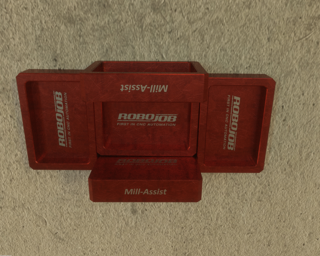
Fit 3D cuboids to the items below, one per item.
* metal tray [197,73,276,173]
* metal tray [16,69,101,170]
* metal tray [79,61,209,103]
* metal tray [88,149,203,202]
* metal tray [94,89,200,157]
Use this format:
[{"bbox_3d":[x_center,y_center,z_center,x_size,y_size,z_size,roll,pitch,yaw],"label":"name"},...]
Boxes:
[{"bbox_3d":[0.095,-0.005,0.408,0.091,0.030,0.129,0,110,-1],"label":"metal tray"},{"bbox_3d":[-0.127,-0.009,0.403,0.091,0.030,0.129,0,110,-1],"label":"metal tray"},{"bbox_3d":[-0.016,-0.056,0.356,0.131,0.090,0.030,0,110,-1],"label":"metal tray"},{"bbox_3d":[-0.017,0.057,0.396,0.131,0.090,0.030,0,110,-1],"label":"metal tray"},{"bbox_3d":[-0.017,-0.010,0.404,0.131,0.030,0.089,1,110,-1],"label":"metal tray"}]
